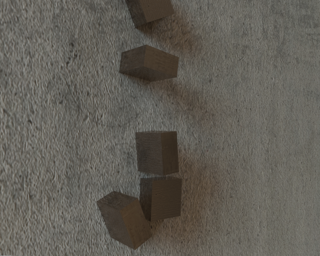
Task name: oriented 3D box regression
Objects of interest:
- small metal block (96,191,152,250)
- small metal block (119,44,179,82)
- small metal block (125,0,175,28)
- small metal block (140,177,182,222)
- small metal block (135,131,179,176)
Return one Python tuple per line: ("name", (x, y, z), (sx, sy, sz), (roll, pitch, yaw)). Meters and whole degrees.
("small metal block", (-0.042, 0.104, 0.354), (0.025, 0.050, 0.050), (-29, 108, -36))
("small metal block", (-0.014, -0.077, 0.377), (0.050, 0.050, 0.025), (11, 84, -40))
("small metal block", (-0.015, -0.161, 0.392), (0.050, 0.025, 0.050), (-32, 110, -35))
("small metal block", (0.001, 0.091, 0.405), (0.050, 0.025, 0.050), (4, 88, -40))
("small metal block", (-0.004, 0.029, 0.385), (0.025, 0.050, 0.050), (-6, 94, -40))
